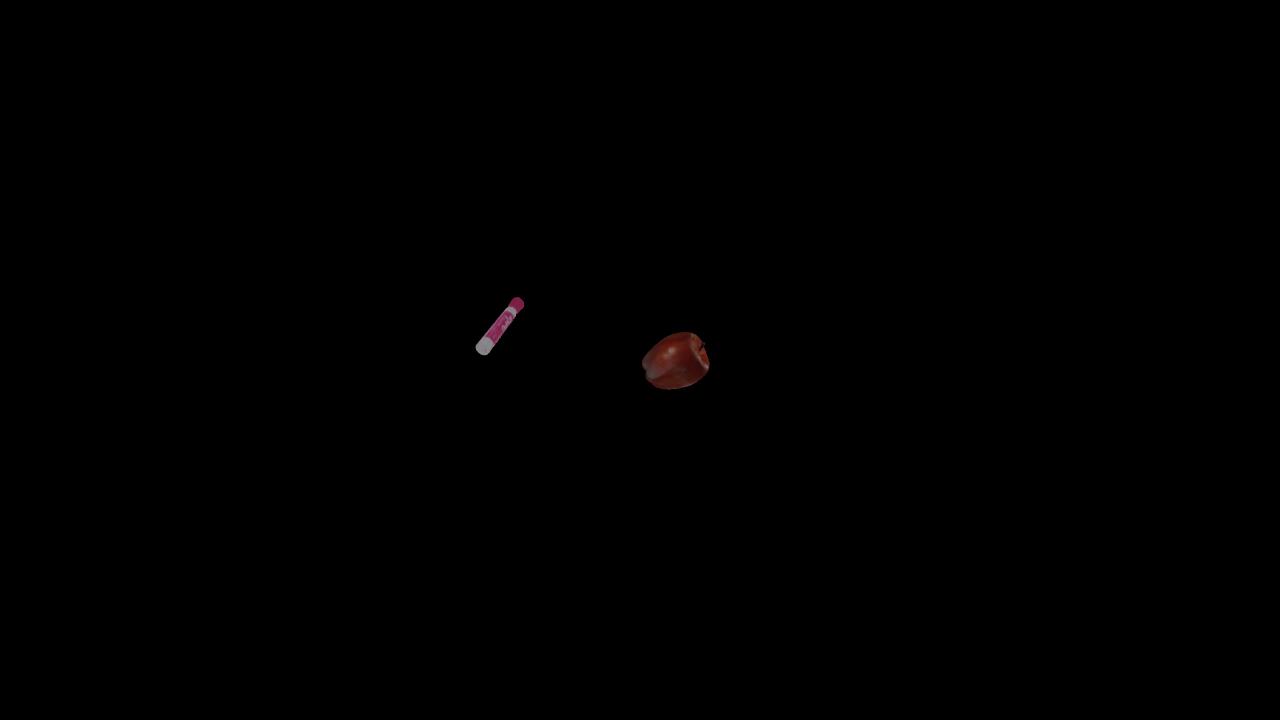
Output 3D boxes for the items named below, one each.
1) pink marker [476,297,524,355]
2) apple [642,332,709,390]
[{"bbox_3d":[-0.184,-0.048,0.820,0.020,0.020,0.121,0,36,17],"label":"pink marker"},{"bbox_3d":[0.051,0.000,0.856,0.093,0.079,0.079,-27,-8,17],"label":"apple"}]
